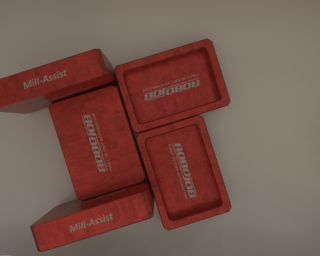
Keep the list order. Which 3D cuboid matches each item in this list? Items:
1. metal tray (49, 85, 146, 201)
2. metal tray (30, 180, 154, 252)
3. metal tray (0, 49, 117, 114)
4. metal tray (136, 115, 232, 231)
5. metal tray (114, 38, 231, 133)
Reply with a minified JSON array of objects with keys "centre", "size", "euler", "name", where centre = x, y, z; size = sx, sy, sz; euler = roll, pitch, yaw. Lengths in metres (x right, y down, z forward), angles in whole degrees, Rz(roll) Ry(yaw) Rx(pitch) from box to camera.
[{"centre":[-0.079,0.019,0.405],"size":[0.090,0.030,0.129],"euler":[-17,90,-1],"name":"metal tray"},{"centre":[-0.074,0.101,0.375],"size":[0.131,0.090,0.030],"euler":[-17,90,-1],"name":"metal tray"},{"centre":[-0.123,-0.052,0.374],"size":[0.131,0.090,0.030],"euler":[-18,90,-1],"name":"metal tray"},{"centre":[0.030,0.057,0.408],"size":[0.090,0.030,0.129],"euler":[-17,90,-1],"name":"metal tray"},{"centre":[0.016,-0.054,0.407],"size":[0.131,0.030,0.090],"euler":[-17,90,-1],"name":"metal tray"}]
